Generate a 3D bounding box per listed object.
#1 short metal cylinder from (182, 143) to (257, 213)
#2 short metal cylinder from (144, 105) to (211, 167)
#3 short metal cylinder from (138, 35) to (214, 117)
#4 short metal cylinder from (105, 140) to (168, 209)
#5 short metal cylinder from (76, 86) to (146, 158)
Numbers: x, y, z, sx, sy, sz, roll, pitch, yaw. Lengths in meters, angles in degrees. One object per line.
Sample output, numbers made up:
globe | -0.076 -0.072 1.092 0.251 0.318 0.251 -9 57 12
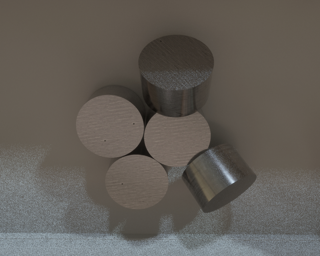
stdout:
short metal cylinder | 0.076 0.065 0.399 0.081 0.050 0.080 -25 149 -16
short metal cylinder | 0.021 0.003 0.397 0.081 0.050 0.079 0 110 -1
short metal cylinder | 0.018 -0.059 0.351 0.081 0.080 0.050 -3 149 0
short metal cylinder | -0.030 0.061 0.418 0.081 0.050 0.079 0 110 -1
short metal cylinder | -0.059 -0.009 0.391 0.081 0.050 0.079 0 110 -1
